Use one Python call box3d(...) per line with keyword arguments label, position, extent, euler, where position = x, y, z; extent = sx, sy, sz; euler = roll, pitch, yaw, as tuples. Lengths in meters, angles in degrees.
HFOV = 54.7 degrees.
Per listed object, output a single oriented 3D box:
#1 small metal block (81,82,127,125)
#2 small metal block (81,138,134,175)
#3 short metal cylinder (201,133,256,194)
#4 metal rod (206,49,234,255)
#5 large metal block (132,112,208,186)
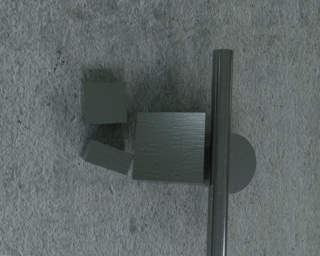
box3d(label="small metal block", position=(-0.070, -0.030, 0.384), extent=(0.050, 0.025, 0.050), euler=(-4, 91, -20))
box3d(label="small metal block", position=(-0.065, 0.034, 0.373), extent=(0.050, 0.050, 0.025), euler=(22, 83, -19))
box3d(label="short metal cylinder", position=(0.084, 0.046, 0.428), extent=(0.081, 0.050, 0.079), euler=(0, 90, -21))
box3d(label="metal rod", position=(0.074, 0.054, 0.384), extent=(0.025, 0.025, 0.298), euler=(2, 89, -20))
box3d(label="large metal block", position=(0.015, 0.026, 0.376), extent=(0.080, 0.050, 0.080), euler=(1, 76, 12))
